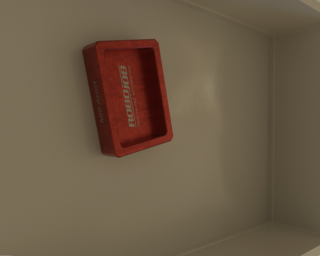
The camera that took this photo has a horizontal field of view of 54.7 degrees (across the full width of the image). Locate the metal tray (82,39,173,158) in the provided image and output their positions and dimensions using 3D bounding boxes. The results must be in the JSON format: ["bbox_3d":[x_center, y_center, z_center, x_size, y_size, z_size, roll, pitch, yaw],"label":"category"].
[{"bbox_3d":[-0.035,-0.038,0.375,0.091,0.030,0.129,-16,100,-39],"label":"metal tray"}]
